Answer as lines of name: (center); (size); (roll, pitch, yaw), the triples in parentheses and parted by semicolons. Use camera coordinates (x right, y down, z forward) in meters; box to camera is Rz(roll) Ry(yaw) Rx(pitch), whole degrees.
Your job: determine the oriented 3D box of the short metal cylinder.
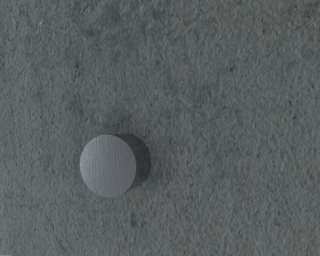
short metal cylinder: (-0.058, 0.048, 0.415); (0.080, 0.050, 0.079); (0, 90, 19)
